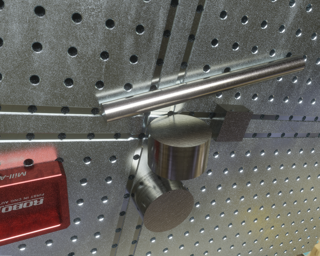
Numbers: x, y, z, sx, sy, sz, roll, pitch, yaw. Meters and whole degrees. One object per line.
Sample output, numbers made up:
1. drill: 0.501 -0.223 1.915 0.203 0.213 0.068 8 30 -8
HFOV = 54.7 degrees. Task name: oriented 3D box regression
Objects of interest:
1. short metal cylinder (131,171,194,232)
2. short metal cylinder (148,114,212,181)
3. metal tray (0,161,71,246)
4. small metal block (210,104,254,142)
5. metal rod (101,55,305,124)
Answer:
1. short metal cylinder: 0.003 0.108 0.463 0.081 0.050 0.079 -14 124 -21
2. short metal cylinder: 0.024 0.023 0.403 0.081 0.080 0.050 -11 123 -22
3. metal tray: -0.178 0.094 0.368 0.131 0.030 0.089 -9 123 -24
4. small metal block: 0.105 -0.007 0.464 0.050 0.025 0.050 1 118 -29
5. metal rod: 0.071 -0.057 0.414 0.302 0.025 0.025 -16 125 -19
